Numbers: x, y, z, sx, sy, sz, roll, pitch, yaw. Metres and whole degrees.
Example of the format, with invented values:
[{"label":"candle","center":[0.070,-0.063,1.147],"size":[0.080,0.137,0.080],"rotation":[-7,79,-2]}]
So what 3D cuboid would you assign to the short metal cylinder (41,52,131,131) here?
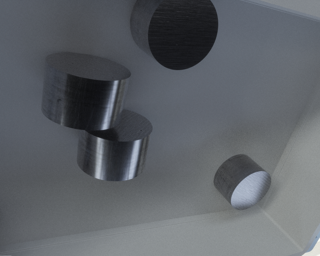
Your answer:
[{"label":"short metal cylinder","center":[-0.074,-0.039,0.309],"size":[0.081,0.080,0.050],"rotation":[1,118,-29]}]

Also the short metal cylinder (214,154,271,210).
[{"label":"short metal cylinder","center":[0.139,0.091,0.525],"size":[0.081,0.050,0.079],"rotation":[-14,124,-21]}]

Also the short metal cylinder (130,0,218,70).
[{"label":"short metal cylinder","center":[0.015,-0.109,0.333],"size":[0.081,0.050,0.079],"rotation":[-14,124,-21]}]

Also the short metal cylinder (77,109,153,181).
[{"label":"short metal cylinder","center":[-0.052,0.016,0.354],"size":[0.081,0.080,0.050],"rotation":[-3,120,-27]}]
